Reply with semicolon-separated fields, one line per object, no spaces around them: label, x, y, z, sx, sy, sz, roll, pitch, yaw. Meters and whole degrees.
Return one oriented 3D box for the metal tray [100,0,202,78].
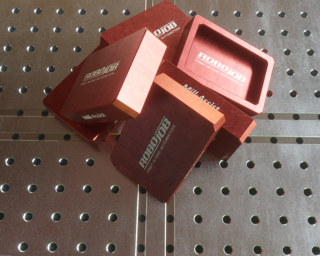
metal tray;-0.006;-0.118;0.433;0.131;0.030;0.090;-38;77;-27

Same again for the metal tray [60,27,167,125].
metal tray;-0.057;-0.052;0.350;0.030;0.130;0.090;34;67;-33

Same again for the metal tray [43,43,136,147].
metal tray;-0.081;-0.050;0.427;0.090;0.030;0.130;37;74;11

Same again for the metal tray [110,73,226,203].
metal tray;0.003;0.015;0.355;0.090;0.129;0.030;37;35;12

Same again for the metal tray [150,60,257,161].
metal tray;0.045;-0.018;0.383;0.130;0.090;0.030;37;74;12

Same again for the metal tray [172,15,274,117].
metal tray;0.084;-0.079;0.413;0.131;0.030;0.090;24;71;-15
